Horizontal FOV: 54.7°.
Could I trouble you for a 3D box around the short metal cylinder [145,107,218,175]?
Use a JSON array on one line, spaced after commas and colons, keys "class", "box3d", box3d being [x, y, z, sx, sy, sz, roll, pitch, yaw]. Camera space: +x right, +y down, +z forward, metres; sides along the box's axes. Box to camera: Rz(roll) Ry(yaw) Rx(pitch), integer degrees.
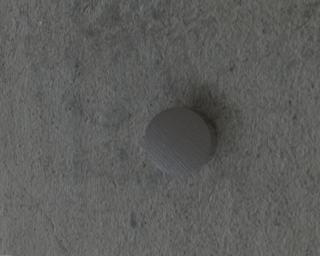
[{"class": "short metal cylinder", "box3d": [0.028, 0.015, 0.385, 0.080, 0.050, 0.079, 0, 90, 19]}]
